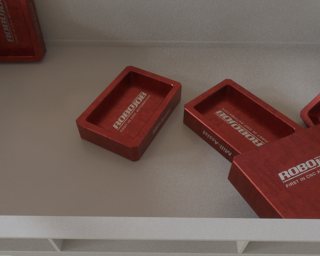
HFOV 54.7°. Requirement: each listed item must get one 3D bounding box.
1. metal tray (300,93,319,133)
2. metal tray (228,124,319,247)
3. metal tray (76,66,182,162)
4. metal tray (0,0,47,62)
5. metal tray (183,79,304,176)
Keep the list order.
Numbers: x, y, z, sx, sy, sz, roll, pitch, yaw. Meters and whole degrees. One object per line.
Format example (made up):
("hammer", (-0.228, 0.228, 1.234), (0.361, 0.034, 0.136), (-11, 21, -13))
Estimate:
("metal tray", (0.232, 0.002, 0.359), (0.030, 0.089, 0.130), (10, 45, -26))
("metal tray", (0.148, 0.050, 0.313), (0.131, 0.030, 0.090), (-17, 46, -21))
("metal tray", (-0.038, -0.026, 0.422), (0.090, 0.030, 0.130), (22, 53, 17))
("metal tray", (-0.236, -0.166, 0.472), (0.091, 0.129, 0.030), (-1, 39, -1))
("metal tray", (0.105, -0.004, 0.405), (0.091, 0.030, 0.130), (-33, 57, -25))
